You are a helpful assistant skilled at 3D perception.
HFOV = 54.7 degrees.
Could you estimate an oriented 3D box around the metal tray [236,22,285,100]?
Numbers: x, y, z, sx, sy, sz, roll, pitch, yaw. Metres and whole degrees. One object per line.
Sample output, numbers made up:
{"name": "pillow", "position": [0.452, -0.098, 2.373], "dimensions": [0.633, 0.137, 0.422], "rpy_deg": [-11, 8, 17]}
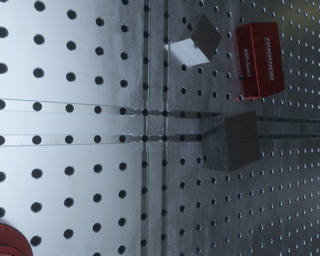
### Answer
{"name": "metal tray", "position": [0.186, -0.123, 0.565], "dimensions": [0.091, 0.030, 0.129], "rpy_deg": [-18, 101, -39]}

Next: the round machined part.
{"name": "round machined part", "position": [-0.152, 0.130, 0.260], "dimensions": [0.099, 0.042, 0.097], "rpy_deg": [7, 81, -51]}

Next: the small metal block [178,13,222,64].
{"name": "small metal block", "position": [0.061, -0.132, 0.462], "dimensions": [0.050, 0.025, 0.050], "rpy_deg": [41, 65, -33]}

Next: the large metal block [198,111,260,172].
{"name": "large metal block", "position": [0.110, 0.018, 0.488], "dimensions": [0.081, 0.050, 0.079], "rpy_deg": [-12, 98, -40]}
